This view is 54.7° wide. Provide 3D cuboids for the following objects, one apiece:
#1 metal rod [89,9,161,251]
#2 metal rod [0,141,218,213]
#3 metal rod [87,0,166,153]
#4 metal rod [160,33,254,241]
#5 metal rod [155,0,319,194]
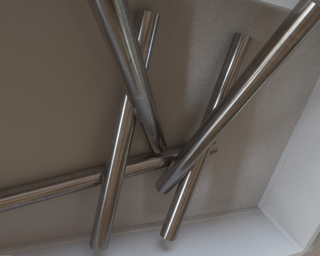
[{"bbox_3d":[-0.046,0.016,0.369,0.025,0.025,0.298,4,109,-30],"label":"metal rod"},{"bbox_3d":[-0.057,0.057,0.412,0.302,0.025,0.025,-12,124,-22],"label":"metal rod"},{"bbox_3d":[-0.022,-0.041,0.289,0.025,0.025,0.299,-32,155,-8],"label":"metal rod"},{"bbox_3d":[0.060,0.021,0.425,0.025,0.025,0.298,11,104,-33],"label":"metal rod"},{"bbox_3d":[0.067,-0.009,0.352,0.025,0.025,0.298,4,139,-30],"label":"metal rod"}]
